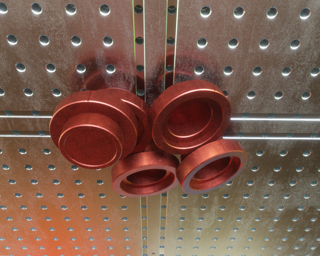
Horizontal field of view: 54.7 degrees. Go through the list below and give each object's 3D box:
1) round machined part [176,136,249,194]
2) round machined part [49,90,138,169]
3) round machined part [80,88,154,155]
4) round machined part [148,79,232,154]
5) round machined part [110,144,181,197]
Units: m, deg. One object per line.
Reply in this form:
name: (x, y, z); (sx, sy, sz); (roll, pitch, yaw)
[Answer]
round machined part: (0.067, 0.046, 0.425); (0.099, 0.042, 0.097); (-17, 143, -13)
round machined part: (-0.075, 0.009, 0.351); (0.099, 0.042, 0.097); (-1, 130, 0)
round machined part: (-0.057, -0.010, 0.391); (0.099, 0.042, 0.097); (-1, 130, 0)
round machined part: (0.032, -0.017, 0.375); (0.099, 0.042, 0.097); (-11, 133, -12)
round machined part: (-0.020, 0.058, 0.438); (0.099, 0.042, 0.098); (-8, 145, -6)
